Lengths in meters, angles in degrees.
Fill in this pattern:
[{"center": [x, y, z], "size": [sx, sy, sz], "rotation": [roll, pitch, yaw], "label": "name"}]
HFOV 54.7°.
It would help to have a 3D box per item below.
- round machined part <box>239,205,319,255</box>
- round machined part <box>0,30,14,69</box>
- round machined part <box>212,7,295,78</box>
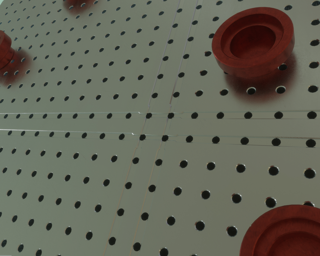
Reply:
[{"center": [0.121, 0.118, 0.261], "size": [0.098, 0.042, 0.098], "rotation": [-13, 56, 20], "label": "round machined part"}, {"center": [-0.368, -0.166, 0.688], "size": [0.098, 0.042, 0.098], "rotation": [-13, 56, 20], "label": "round machined part"}, {"center": [0.120, -0.104, 0.398], "size": [0.098, 0.042, 0.098], "rotation": [-13, 56, 20], "label": "round machined part"}]
